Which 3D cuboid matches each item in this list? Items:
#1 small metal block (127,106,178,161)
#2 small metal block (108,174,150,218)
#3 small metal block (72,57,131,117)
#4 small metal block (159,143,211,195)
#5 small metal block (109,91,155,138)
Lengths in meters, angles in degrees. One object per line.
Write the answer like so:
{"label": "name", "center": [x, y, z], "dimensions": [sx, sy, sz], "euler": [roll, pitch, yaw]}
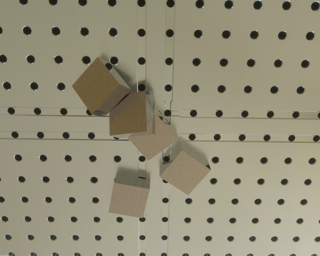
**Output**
{"label": "small metal block", "center": [-0.012, 0.007, 0.416], "dimensions": [0.050, 0.025, 0.050], "euler": [-36, 107, 12]}
{"label": "small metal block", "center": [-0.044, 0.099, 0.449], "dimensions": [0.050, 0.025, 0.050], "euler": [11, 110, -5]}
{"label": "small metal block", "center": [-0.072, -0.050, 0.381], "dimensions": [0.050, 0.025, 0.050], "euler": [-44, 67, 14]}
{"label": "small metal block", "center": [0.035, 0.058, 0.435], "dimensions": [0.050, 0.025, 0.050], "euler": [35, 106, -13]}
{"label": "small metal block", "center": [-0.035, -0.016, 0.388], "dimensions": [0.050, 0.025, 0.050], "euler": [-7, 78, 20]}
